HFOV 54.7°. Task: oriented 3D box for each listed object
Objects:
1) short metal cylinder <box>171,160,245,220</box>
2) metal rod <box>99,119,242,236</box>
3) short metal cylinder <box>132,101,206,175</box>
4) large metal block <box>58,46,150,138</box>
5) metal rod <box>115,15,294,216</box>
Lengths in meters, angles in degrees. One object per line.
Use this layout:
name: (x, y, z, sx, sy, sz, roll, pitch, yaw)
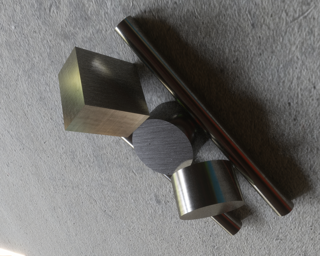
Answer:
short metal cylinder: (0.058, 0.078, 0.383, 0.080, 0.081, 0.050, -36, 56, 38)
metal rod: (-0.004, 0.043, 0.436, 0.300, 0.025, 0.025, 42, 129, -1)
short metal cylinder: (0.012, 0.013, 0.393, 0.080, 0.050, 0.079, 13, 124, 21)
large metal block: (-0.067, -0.039, 0.364, 0.050, 0.081, 0.080, -42, 53, 39)
metal rod: (0.057, -0.010, 0.372, 0.300, 0.025, 0.025, 48, 129, -6)
